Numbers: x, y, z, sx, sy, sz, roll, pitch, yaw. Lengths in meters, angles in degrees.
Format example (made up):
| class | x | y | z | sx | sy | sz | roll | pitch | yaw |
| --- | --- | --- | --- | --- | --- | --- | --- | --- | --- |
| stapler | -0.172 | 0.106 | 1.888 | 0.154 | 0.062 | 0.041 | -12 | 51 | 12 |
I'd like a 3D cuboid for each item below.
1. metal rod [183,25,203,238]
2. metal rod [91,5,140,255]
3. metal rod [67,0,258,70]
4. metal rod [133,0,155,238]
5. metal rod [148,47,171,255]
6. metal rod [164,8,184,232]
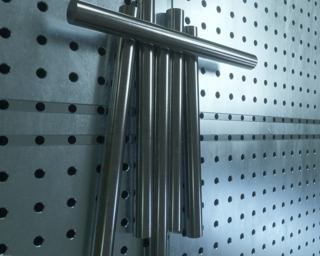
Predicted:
| class | x | y | z | sx | sy | sz | roll | pitch | yaw |
| --- | --- | --- | --- | --- | --- | --- | --- | --- | --- |
| metal rod | 0.045 | 0.007 | 0.446 | 0.025 | 0.025 | 0.298 | -3 | 92 | -40 |
| metal rod | -0.052 | 0.005 | 0.363 | 0.025 | 0.025 | 0.299 | 10 | 84 | -40 |
| metal rod | 0.030 | -0.110 | 0.400 | 0.302 | 0.025 | 0.025 | 2 | 89 | -40 |
| metal rod | -0.020 | -0.014 | 0.391 | 0.025 | 0.025 | 0.298 | 1 | 90 | -40 |
| metal rod | -0.001 | 0.042 | 0.407 | 0.025 | 0.025 | 0.298 | 1 | 90 | -40 |
| metal rod | 0.019 | -0.011 | 0.425 | 0.025 | 0.025 | 0.298 | 1 | 89 | -40 |
